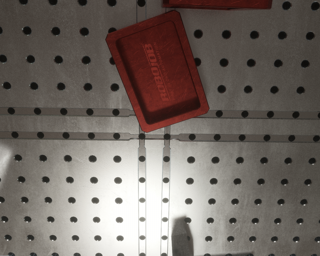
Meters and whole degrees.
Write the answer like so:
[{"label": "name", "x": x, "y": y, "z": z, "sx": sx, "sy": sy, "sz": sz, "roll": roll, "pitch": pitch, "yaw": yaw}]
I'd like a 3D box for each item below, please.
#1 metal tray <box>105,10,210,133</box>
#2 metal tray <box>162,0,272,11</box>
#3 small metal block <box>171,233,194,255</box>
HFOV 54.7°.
[{"label": "metal tray", "x": -0.001, "y": -0.068, "z": 0.385, "sx": 0.090, "sy": 0.030, "sz": 0.129, "roll": -18, "pitch": 109, "yaw": 6}, {"label": "metal tray", "x": 0.048, "y": -0.135, "z": 0.308, "sx": 0.091, "sy": 0.130, "sz": 0.030, "roll": 2, "pitch": 110, "yaw": -1}, {"label": "small metal block", "x": 0.037, "y": 0.200, "z": 0.474, "sx": 0.025, "sy": 0.050, "sz": 0.050, "roll": -15, "pitch": 110, "yaw": 5}]
